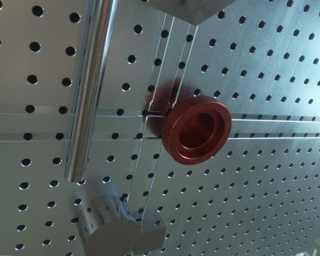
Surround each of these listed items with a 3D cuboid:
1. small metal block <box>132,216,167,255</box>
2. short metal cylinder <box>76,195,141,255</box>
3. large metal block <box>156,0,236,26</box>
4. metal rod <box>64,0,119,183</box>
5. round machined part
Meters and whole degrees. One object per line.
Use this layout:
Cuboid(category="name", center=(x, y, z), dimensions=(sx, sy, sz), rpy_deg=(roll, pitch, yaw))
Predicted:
Cuboid(category="small metal block", center=(-0.020, 0.178, 0.512), dimensions=(0.050, 0.025, 0.050), rpy_deg=(-5, 121, -26))
Cuboid(category="short metal cylinder", center=(-0.075, 0.144, 0.445), dimensions=(0.081, 0.050, 0.079), rpy_deg=(-14, 125, -21))
Cuboid(category="large metal block", center=(0.040, -0.152, 0.305), dimensions=(0.080, 0.080, 0.050), rpy_deg=(-34, 129, -6))
Cuboid(category="metal rod", center=(-0.070, -0.069, 0.330), dimensions=(0.025, 0.025, 0.298), rpy_deg=(2, 118, -30))
Cuboid(category="round machined part", center=(0.046, -0.001, 0.427), dimensions=(0.099, 0.042, 0.097), rpy_deg=(-14, 125, -21))
